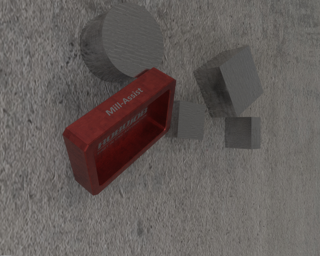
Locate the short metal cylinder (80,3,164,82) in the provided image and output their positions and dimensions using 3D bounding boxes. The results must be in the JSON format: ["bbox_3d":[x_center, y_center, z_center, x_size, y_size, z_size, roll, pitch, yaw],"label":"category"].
[{"bbox_3d":[-0.043,-0.094,0.352,0.081,0.050,0.079,0,90,-40],"label":"short metal cylinder"}]

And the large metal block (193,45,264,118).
[{"bbox_3d":[0.107,-0.071,0.478,0.080,0.050,0.080,-38,113,-33],"label":"large metal block"}]

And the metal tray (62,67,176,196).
[{"bbox_3d":[-0.037,0.002,0.337,0.131,0.030,0.089,-41,154,-32],"label":"metal tray"}]

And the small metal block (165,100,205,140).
[{"bbox_3d":[0.036,-0.010,0.435,0.050,0.025,0.050,7,86,-40],"label":"small metal block"}]

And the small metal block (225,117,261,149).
[{"bbox_3d":[0.133,0.008,0.500,0.025,0.050,0.050,0,90,-40],"label":"small metal block"}]
